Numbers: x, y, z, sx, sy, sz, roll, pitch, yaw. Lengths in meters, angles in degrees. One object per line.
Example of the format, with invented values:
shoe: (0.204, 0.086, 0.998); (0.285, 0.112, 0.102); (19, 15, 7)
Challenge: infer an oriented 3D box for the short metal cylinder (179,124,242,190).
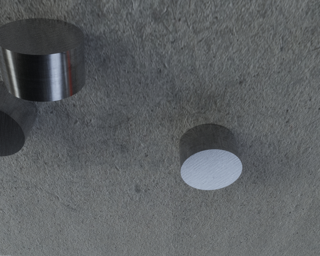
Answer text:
short metal cylinder: (0.067, 0.040, 0.426); (0.081, 0.050, 0.079); (0, 130, 0)

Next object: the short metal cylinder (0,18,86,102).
short metal cylinder: (-0.117, -0.070, 0.310); (0.081, 0.080, 0.050); (6, 130, -5)

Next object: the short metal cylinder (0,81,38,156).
short metal cylinder: (-0.199, -0.011, 0.380); (0.081, 0.050, 0.079); (0, 130, 0)
